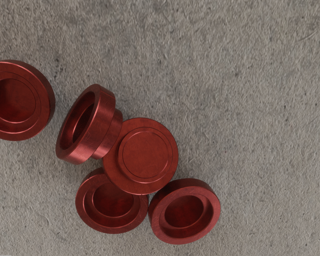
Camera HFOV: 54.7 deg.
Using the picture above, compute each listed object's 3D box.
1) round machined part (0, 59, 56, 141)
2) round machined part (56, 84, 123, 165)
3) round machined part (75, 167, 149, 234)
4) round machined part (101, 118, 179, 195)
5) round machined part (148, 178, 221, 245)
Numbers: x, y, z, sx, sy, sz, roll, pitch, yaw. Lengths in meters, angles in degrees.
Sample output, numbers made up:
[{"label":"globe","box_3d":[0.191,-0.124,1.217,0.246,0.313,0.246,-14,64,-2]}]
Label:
[{"label":"round machined part","box_3d":[-0.179,-0.036,0.386,0.099,0.042,0.097,0,110,0]},{"label":"round machined part","box_3d":[-0.081,-0.001,0.373,0.042,0.098,0.098,30,108,-31]},{"label":"round machined part","box_3d":[-0.065,0.096,0.435,0.099,0.042,0.097,0,110,0]},{"label":"round machined part","box_3d":[-0.022,0.035,0.389,0.099,0.042,0.097,2,82,-17]},{"label":"round machined part","box_3d":[0.031,0.111,0.434,0.099,0.042,0.097,-6,115,-13]}]
